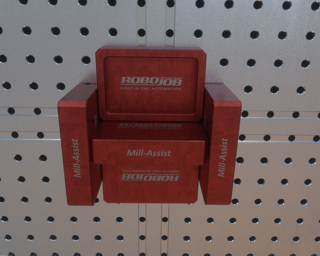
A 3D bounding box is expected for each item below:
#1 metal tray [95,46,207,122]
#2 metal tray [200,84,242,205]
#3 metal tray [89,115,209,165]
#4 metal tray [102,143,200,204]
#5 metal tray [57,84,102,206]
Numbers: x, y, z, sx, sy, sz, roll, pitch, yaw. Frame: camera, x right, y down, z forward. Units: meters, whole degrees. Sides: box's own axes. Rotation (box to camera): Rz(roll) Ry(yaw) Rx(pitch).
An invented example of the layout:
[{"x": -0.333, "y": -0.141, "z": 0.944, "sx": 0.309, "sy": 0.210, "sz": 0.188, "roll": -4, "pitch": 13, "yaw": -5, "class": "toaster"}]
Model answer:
[{"x": -0.011, "y": -0.055, "z": 0.390, "sx": 0.131, "sy": 0.030, "sz": 0.089, "roll": 1, "pitch": 110, "yaw": -1, "class": "metal tray"}, {"x": 0.069, "y": 0.018, "z": 0.386, "sx": 0.030, "sy": 0.090, "sz": 0.129, "roll": 1, "pitch": 110, "yaw": -1, "class": "metal tray"}, {"x": -0.012, "y": 0.012, "z": 0.381, "sx": 0.131, "sy": 0.090, "sz": 0.030, "roll": 1, "pitch": 110, "yaw": -1, "class": "metal tray"}, {"x": -0.013, "y": 0.059, "z": 0.431, "sx": 0.131, "sy": 0.030, "sz": 0.089, "roll": 1, "pitch": 110, "yaw": -1, "class": "metal tray"}, {"x": -0.093, "y": 0.018, "z": 0.383, "sx": 0.030, "sy": 0.090, "sz": 0.129, "roll": 1, "pitch": 110, "yaw": -1, "class": "metal tray"}]
